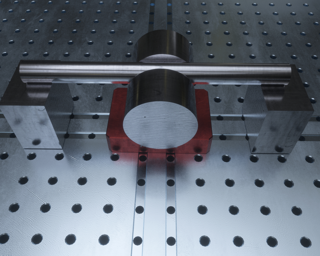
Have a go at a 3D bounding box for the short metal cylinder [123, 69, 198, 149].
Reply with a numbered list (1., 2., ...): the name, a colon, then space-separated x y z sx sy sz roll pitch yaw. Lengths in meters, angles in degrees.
1. short metal cylinder: 0.001 -0.020 0.350 0.080 0.080 0.050 1 50 0

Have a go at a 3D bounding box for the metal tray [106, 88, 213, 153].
1. metal tray: 0.000 -0.012 0.414 0.131 0.030 0.090 1 50 1

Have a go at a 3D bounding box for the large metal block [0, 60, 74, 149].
1. large metal block: -0.151 -0.030 0.394 0.050 0.080 0.080 1 50 1

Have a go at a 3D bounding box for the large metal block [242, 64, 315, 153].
1. large metal block: 0.143 -0.024 0.391 0.050 0.080 0.080 1 50 1

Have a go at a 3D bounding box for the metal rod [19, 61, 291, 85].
1. metal rod: -0.005 -0.063 0.356 0.302 0.025 0.025 1 50 0

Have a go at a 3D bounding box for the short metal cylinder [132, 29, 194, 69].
1. short metal cylinder: 0.004 -0.078 0.398 0.080 0.080 0.050 1 50 0
